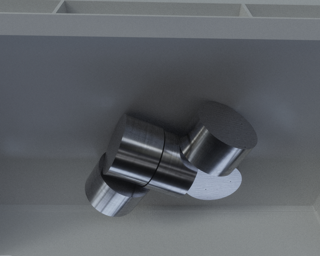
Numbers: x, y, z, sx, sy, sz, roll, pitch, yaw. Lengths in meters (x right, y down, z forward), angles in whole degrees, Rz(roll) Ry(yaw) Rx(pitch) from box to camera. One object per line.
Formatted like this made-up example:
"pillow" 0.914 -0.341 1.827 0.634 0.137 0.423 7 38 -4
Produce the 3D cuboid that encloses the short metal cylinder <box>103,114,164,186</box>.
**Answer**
"short metal cylinder" -0.035 0.028 0.394 0.050 0.080 0.079 20 127 -17

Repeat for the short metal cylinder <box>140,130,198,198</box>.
"short metal cylinder" 0.011 0.047 0.412 0.050 0.080 0.079 21 127 -17

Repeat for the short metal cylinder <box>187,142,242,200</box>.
"short metal cylinder" 0.071 0.058 0.440 0.081 0.050 0.079 0 130 0

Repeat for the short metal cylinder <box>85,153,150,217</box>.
"short metal cylinder" -0.058 0.076 0.435 0.080 0.080 0.050 23 126 -19

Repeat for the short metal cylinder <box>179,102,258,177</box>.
"short metal cylinder" 0.071 0.013 0.383 0.081 0.080 0.050 18 128 -15
